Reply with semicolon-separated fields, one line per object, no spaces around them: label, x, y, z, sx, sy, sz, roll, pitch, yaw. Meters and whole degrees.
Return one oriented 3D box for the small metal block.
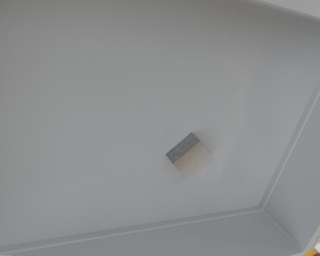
small metal block;0.045;0.043;0.459;0.050;0.025;0.050;-41;129;-1
